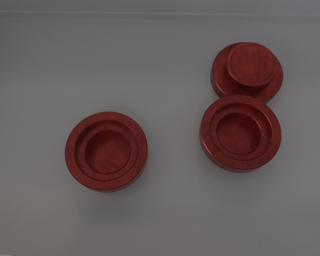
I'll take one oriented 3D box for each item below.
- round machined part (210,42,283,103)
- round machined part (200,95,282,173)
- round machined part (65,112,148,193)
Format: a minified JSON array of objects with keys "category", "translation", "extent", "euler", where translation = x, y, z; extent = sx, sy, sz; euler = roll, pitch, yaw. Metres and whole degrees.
[{"category":"round machined part","translation":[0.122,-0.079,0.430],"extent":[0.099,0.042,0.098],"euler":[0,70,0]},{"category":"round machined part","translation":[0.099,0.010,0.398],"extent":[0.099,0.042,0.098],"euler":[0,70,0]},{"category":"round machined part","translation":[-0.064,0.032,0.388],"extent":[0.099,0.042,0.098],"euler":[0,70,0]}]
